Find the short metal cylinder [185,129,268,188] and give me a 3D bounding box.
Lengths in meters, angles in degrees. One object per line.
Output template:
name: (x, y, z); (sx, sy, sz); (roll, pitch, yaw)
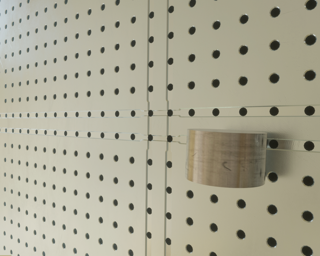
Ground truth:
short metal cylinder: (0.067, 0.028, 0.319); (0.080, 0.081, 0.050); (4, 93, 40)
